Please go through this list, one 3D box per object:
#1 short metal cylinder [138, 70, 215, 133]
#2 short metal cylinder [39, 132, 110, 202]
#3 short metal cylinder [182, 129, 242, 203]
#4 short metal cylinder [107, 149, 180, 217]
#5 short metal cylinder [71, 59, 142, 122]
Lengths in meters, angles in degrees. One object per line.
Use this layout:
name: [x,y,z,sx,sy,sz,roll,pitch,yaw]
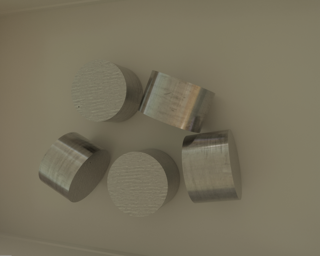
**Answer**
short metal cylinder: [0.020,-0.032,0.373,0.080,0.080,0.050,23,98,18]
short metal cylinder: [-0.113,0.052,0.417,0.050,0.080,0.080,29,99,17]
short metal cylinder: [0.062,0.044,0.357,0.050,0.080,0.080,-10,87,19]
short metal cylinder: [-0.020,0.068,0.402,0.080,0.050,0.079,0,90,19]
short metal cylinder: [-0.071,-0.048,0.419,0.080,0.050,0.079,0,90,19]
